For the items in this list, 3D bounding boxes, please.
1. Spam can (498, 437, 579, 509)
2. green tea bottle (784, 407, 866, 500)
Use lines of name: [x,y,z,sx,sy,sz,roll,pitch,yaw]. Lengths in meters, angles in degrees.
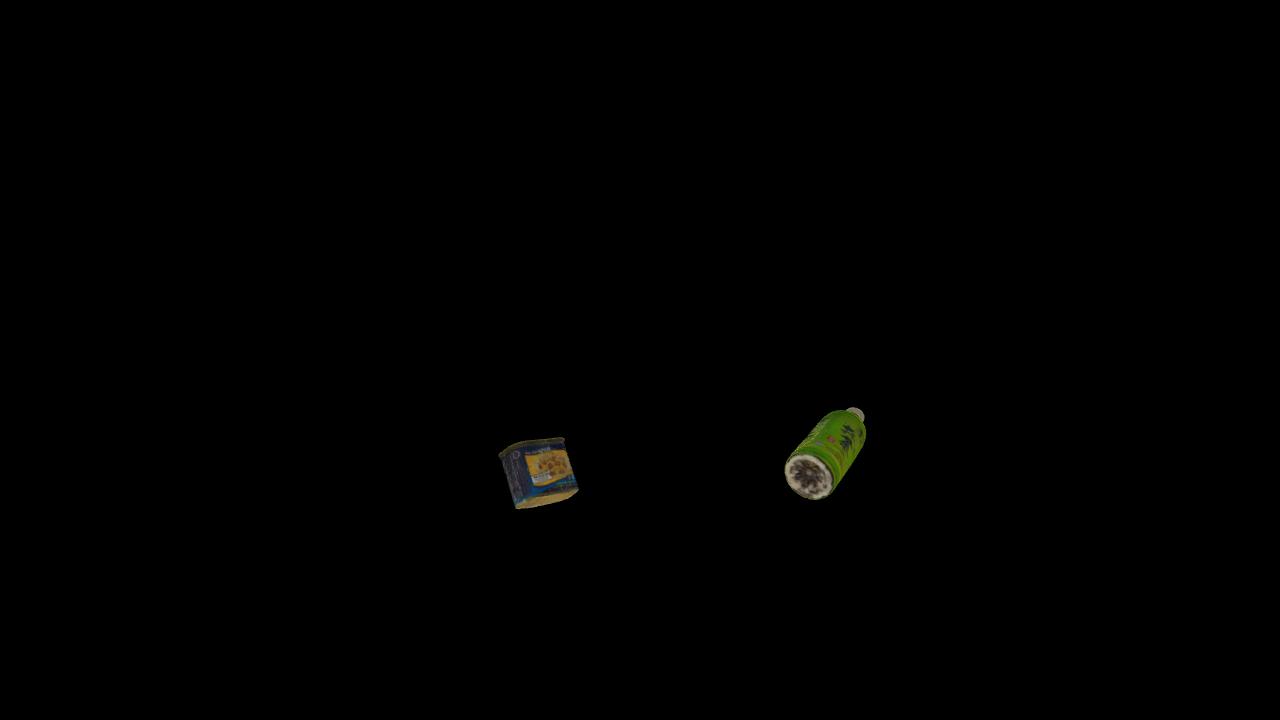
Spam can: [-0.147,0.166,0.904,0.101,0.085,0.058,0,-30,-46]
green tea bottle: [0.274,0.120,0.872,0.073,0.073,0.212,0,17,34]
